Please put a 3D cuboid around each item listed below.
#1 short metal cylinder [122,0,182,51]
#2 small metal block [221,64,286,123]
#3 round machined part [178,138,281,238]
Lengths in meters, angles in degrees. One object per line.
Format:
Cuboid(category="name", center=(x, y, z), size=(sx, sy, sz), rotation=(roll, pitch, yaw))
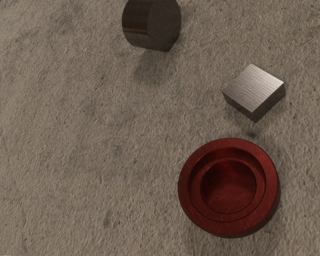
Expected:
Cuboid(category="short metal cylinder", center=(-0.011, -0.161, 0.472), size=(0.050, 0.080, 0.080), rotation=(20, 72, 35))
Cuboid(category="small metal block", center=(0.112, -0.042, 0.370), size=(0.050, 0.025, 0.050), rotation=(-43, 51, -2))
Cuboid(category="round machined part", center=(0.071, 0.062, 0.317), size=(0.098, 0.042, 0.098), rotation=(-13, 56, 20))
